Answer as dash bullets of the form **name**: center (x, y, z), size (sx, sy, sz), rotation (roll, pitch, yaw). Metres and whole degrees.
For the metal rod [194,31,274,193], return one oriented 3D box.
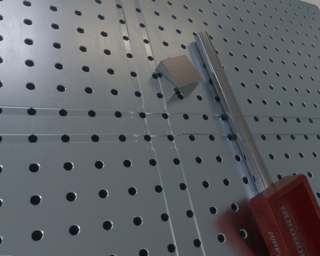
- **metal rod**: center (0.114, -0.030, 0.487), size (0.025, 0.025, 0.299), rotation (-3, 63, -30)

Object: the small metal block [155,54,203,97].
- **small metal block**: center (0.029, -0.081, 0.473), size (0.050, 0.025, 0.050), rotation (-22, 74, -36)

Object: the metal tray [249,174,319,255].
- **metal tray**: center (0.177, 0.135, 0.398), size (0.091, 0.030, 0.129), rotation (-19, 85, -35)
